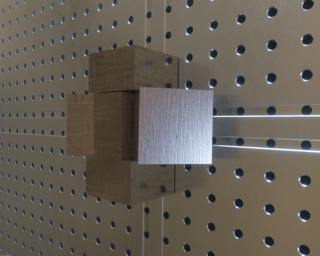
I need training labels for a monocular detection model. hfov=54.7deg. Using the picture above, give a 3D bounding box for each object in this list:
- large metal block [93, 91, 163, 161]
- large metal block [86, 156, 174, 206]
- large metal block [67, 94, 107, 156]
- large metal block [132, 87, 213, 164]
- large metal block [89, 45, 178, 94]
[{"bbox_3d":[-0.037,-0.003,0.401,0.050,0.081,0.079,1,91,40],"label":"large metal block"},{"bbox_3d":[-0.038,0.061,0.401,0.080,0.081,0.050,2,91,39],"label":"large metal block"},{"bbox_3d":[-0.095,-0.005,0.441,0.050,0.080,0.079,0,91,0],"label":"large metal block"},{"bbox_3d":[0.012,-0.002,0.351,0.050,0.081,0.079,-177,88,-77],"label":"large metal block"},{"bbox_3d":[-0.034,-0.068,0.398,0.080,0.081,0.050,2,91,39],"label":"large metal block"}]
